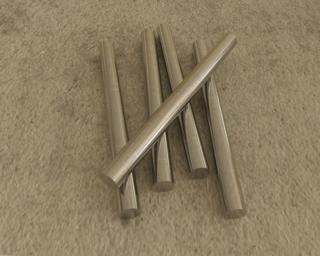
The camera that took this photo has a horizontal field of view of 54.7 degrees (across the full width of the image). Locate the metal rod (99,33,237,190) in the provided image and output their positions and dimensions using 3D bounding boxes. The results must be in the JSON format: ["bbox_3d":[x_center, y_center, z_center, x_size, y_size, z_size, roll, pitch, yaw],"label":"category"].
[{"bbox_3d":[0.028,-0.041,0.403,0.025,0.025,0.301,26,55,20],"label":"metal rod"}]

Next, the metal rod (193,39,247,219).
[{"bbox_3d":[0.073,-0.024,0.423,0.025,0.025,0.300,-2,50,-2],"label":"metal rod"}]

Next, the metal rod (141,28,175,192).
[{"bbox_3d":[-0.008,-0.049,0.443,0.025,0.025,0.300,-3,50,-3],"label":"metal rod"}]

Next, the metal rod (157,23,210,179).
[{"bbox_3d":[0.026,-0.061,0.454,0.025,0.025,0.300,-6,50,-5],"label":"metal rod"}]

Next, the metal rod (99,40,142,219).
[{"bbox_3d":[-0.060,-0.022,0.420,0.025,0.025,0.300,-8,51,-7],"label":"metal rod"}]
